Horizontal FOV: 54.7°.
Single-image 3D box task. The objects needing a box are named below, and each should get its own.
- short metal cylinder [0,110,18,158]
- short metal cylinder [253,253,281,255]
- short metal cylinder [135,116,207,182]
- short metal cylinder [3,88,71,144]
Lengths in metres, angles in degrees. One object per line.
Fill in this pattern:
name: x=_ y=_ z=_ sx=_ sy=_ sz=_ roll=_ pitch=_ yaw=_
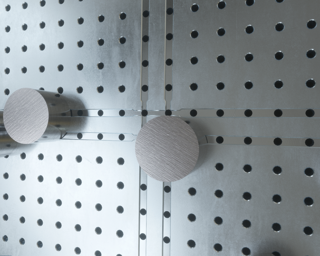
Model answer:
short metal cylinder: x=-0.275 y=0.009 z=0.494 sx=0.080 sy=0.050 sz=0.079 roll=0 pitch=90 yaw=19
short metal cylinder: x=0.127 y=0.193 z=0.354 sx=0.080 sy=0.050 sz=0.079 roll=0 pitch=90 yaw=19
short metal cylinder: x=0.016 y=0.025 z=0.393 sx=0.080 sy=0.050 sz=0.079 roll=0 pitch=90 yaw=19
short metal cylinder: x=-0.182 y=-0.017 z=0.462 sx=0.080 sy=0.050 sz=0.079 roll=0 pitch=90 yaw=19
